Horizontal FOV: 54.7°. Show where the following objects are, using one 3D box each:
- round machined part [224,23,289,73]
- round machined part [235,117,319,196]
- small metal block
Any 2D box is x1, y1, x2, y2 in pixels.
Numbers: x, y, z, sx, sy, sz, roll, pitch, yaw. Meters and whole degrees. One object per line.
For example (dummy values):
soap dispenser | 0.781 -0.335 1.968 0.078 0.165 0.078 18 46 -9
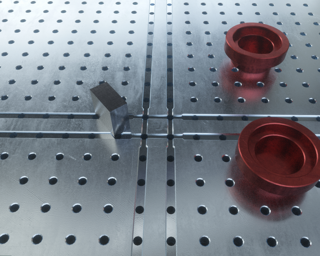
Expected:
round machined part | 0.153 -0.127 0.504 0.099 0.042 0.098 0 50 0
round machined part | 0.139 0.037 0.366 0.099 0.042 0.098 0 50 0
small metal block | -0.066 -0.025 0.412 0.025 0.050 0.050 -30 56 -23
